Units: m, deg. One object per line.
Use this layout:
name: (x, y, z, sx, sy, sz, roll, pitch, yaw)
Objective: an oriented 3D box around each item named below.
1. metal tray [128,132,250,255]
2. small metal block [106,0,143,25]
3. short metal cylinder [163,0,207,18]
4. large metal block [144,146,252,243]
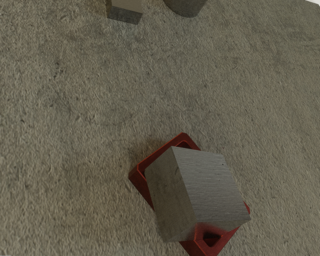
metal tray: (0.037, 0.079, 0.371, 0.091, 0.030, 0.130, -34, 81, -38)
small metal block: (-0.058, -0.196, 0.492, 0.050, 0.025, 0.050, 5, 60, -26)
short metal cylinder: (0.050, -0.250, 0.567, 0.081, 0.050, 0.080, 14, 56, -21)
large metal block: (0.038, 0.071, 0.330, 0.081, 0.050, 0.080, 12, 47, -39)
